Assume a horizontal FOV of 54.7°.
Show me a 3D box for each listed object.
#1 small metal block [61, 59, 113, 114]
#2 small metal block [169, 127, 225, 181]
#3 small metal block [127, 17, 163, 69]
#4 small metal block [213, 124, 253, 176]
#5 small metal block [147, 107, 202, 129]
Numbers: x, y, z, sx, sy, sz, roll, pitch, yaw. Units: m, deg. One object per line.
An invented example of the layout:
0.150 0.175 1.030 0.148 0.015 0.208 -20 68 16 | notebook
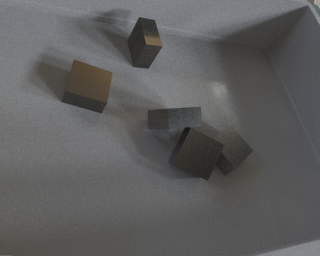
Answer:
-0.090 -0.052 0.388 0.050 0.025 0.050 16 55 -19 | small metal block
0.046 0.033 0.396 0.050 0.025 0.050 27 85 -11 | small metal block
-0.023 -0.123 0.452 0.025 0.050 0.050 0 62 -28 | small metal block
0.096 0.030 0.438 0.050 0.025 0.050 -34 81 -38 | small metal block
0.019 -0.013 0.404 0.050 0.050 0.025 -5 93 -31 | small metal block
